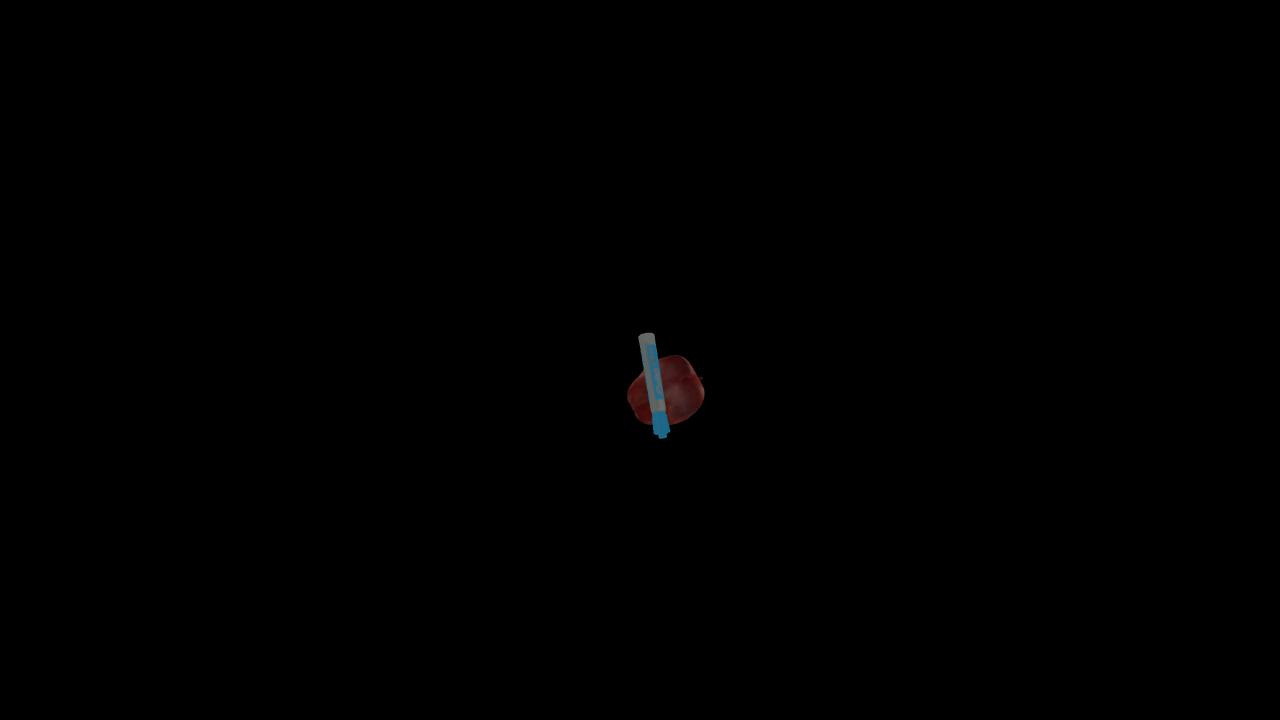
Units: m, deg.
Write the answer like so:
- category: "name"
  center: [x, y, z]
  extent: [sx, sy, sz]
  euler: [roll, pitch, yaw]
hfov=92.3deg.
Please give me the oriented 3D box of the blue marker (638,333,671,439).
- category: "blue marker"
  center: [0.016, 0.028, 0.688]
  extent: [0.020, 0.121, 0.020]
  euler: [-8, -18, -3]

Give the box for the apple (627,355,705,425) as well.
- category: "apple"
  center: [0.033, 0.039, 0.737]
  extent: [0.093, 0.079, 0.079]
  euler: [-26, 2, -5]
